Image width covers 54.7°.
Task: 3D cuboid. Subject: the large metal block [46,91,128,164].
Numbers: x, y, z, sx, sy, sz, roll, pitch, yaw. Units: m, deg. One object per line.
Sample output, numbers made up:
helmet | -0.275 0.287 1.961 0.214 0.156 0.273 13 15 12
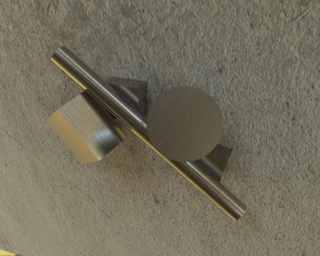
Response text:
large metal block | -0.102 0.001 0.423 0.080 0.050 0.080 53 151 -11

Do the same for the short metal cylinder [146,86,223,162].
short metal cylinder | 0.025 -0.004 0.349 0.081 0.050 0.079 0 89 -2

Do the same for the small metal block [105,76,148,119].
small metal block | -0.044 -0.038 0.407 0.050 0.025 0.050 12 123 21

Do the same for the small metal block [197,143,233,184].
small metal block | 0.061 0.043 0.403 0.050 0.025 0.050 22 127 14

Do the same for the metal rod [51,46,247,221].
metal rod | -0.013 0.007 0.386 0.300 0.025 0.025 41 129 -1
